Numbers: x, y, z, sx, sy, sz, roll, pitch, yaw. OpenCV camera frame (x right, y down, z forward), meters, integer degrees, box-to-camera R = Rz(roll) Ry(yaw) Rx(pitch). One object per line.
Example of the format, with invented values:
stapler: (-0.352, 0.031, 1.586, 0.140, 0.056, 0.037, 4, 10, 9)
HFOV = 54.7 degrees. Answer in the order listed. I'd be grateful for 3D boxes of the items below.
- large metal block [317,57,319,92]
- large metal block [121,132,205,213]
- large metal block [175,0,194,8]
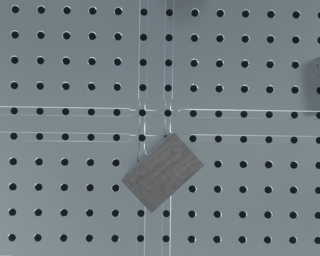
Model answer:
large metal block: (0.261, -0.061, 0.404, 0.081, 0.050, 0.079, -5, 90, -1)
large metal block: (0.003, 0.050, 0.386, 0.080, 0.080, 0.050, -42, 91, 0)
large metal block: (0.031, -0.212, 0.386, 0.050, 0.080, 0.080, -26, 90, 0)
